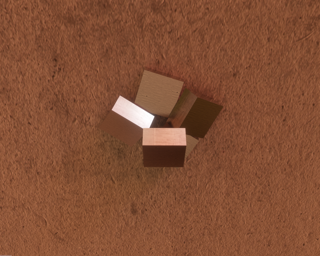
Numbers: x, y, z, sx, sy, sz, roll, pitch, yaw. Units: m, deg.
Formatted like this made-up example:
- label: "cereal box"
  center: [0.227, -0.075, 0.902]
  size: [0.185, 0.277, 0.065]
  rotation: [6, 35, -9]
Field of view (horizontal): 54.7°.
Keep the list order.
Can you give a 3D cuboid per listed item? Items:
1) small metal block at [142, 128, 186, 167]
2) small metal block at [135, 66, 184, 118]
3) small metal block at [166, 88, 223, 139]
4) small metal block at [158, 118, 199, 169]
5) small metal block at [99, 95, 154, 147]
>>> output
- label: "small metal block"
  center: [0.005, 0.025, 0.382]
  size: [0.050, 0.025, 0.050]
  rotation: [0, 143, -1]
- label: "small metal block"
  center: [-0.002, -0.045, 0.395]
  size: [0.050, 0.025, 0.050]
  rotation: [16, 109, -7]
- label: "small metal block"
  center: [0.044, -0.018, 0.393]
  size: [0.050, 0.025, 0.050]
  rotation: [14, 114, -41]
- label: "small metal block"
  center: [0.016, 0.019, 0.419]
  size: [0.050, 0.025, 0.050]
  rotation: [31, 107, -11]
- label: "small metal block"
  center: [-0.043, -0.007, 0.395]
  size: [0.050, 0.025, 0.050]
  rotation: [31, 143, -12]
